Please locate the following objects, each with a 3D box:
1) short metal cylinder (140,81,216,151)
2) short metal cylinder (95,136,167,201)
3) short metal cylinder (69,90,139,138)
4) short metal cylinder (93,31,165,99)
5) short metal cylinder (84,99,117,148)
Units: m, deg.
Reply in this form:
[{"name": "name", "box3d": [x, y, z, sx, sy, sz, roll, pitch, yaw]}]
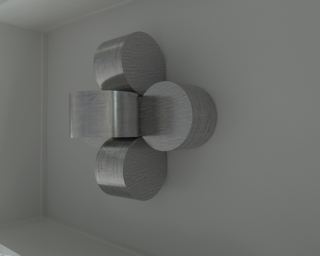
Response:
[{"name": "short metal cylinder", "box3d": [0.020, -0.014, 0.372, 0.080, 0.050, 0.080, 0, 90, 40]}, {"name": "short metal cylinder", "box3d": [-0.036, 0.050, 0.398, 0.050, 0.081, 0.080, -2, 89, 39]}, {"name": "short metal cylinder", "box3d": [-0.065, -0.014, 0.365, 0.080, 0.081, 0.050, -1, 89, 40]}, {"name": "short metal cylinder", "box3d": [-0.038, -0.079, 0.400, 0.050, 0.081, 0.080, -2, 89, 39]}, {"name": "short metal cylinder", "box3d": [-0.073, -0.013, 0.449, 0.080, 0.050, 0.080, 0, 90, 40]}]
